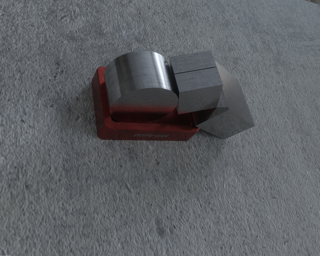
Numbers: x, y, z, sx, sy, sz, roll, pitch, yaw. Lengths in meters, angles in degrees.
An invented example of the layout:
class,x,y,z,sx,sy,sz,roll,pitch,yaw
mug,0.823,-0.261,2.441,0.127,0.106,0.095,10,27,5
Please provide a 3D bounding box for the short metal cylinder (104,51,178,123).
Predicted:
class,x,y,z,sx,sy,sz,roll,pitch,yaw
short metal cylinder,-0.023,-0.046,0.369,0.081,0.080,0.050,1,62,-28

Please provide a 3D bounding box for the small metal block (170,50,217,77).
class,x,y,z,sx,sy,sz,roll,pitch,yaw
small metal block,0.039,-0.066,0.383,0.050,0.050,0.025,-11,63,-4

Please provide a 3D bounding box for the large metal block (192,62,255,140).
class,x,y,z,sx,sy,sz,roll,pitch,yaw
large metal block,0.083,-0.038,0.438,0.080,0.050,0.080,22,49,-48

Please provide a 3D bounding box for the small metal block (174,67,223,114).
class,x,y,z,sx,sy,sz,roll,pitch,yaw
small metal block,0.044,-0.044,0.372,0.050,0.050,0.025,-11,63,-4

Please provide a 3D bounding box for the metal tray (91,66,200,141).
class,x,y,z,sx,sy,sz,roll,pitch,yaw
metal tray,-0.019,-0.030,0.410,0.131,0.030,0.090,2,61,-27
